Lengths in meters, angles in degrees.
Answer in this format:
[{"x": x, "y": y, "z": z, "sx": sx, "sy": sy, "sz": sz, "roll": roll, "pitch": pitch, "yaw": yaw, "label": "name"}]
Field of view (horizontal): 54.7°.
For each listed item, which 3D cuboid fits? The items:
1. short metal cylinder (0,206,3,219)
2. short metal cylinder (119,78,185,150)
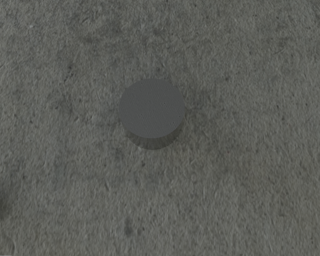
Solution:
[{"x": -0.226, "y": 0.092, "z": 0.342, "sx": 0.080, "sy": 0.080, "sz": 0.050, "roll": -32, "pitch": 74, "yaw": -11, "label": "short metal cylinder"}, {"x": -0.010, "y": -0.017, "z": 0.401, "sx": 0.081, "sy": 0.050, "sz": 0.080, "roll": 0, "pitch": 70, "yaw": 0, "label": "short metal cylinder"}]
